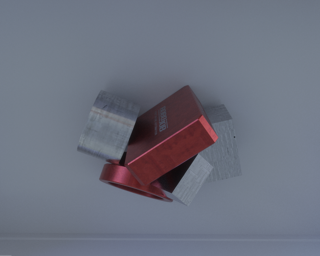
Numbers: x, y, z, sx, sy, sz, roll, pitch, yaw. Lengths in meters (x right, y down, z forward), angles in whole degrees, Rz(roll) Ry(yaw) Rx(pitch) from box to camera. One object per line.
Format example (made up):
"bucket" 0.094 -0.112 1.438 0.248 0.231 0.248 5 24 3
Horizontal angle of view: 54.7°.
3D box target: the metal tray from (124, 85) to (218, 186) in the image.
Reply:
"metal tray" 0.009 0.001 0.354 0.090 0.130 0.030 -33 108 11

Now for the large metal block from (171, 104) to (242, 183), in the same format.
"large metal block" 0.054 0.023 0.398 0.080 0.050 0.080 -13 114 4

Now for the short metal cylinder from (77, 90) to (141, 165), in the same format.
"short metal cylinder" -0.062 0.000 0.379 0.050 0.080 0.079 21 109 -8

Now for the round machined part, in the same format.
"round machined part" -0.025 0.062 0.403 0.099 0.098 0.042 19 74 -8

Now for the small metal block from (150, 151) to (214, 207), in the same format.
"small metal block" 0.023 0.053 0.344 0.025 0.050 0.050 43 73 -21
